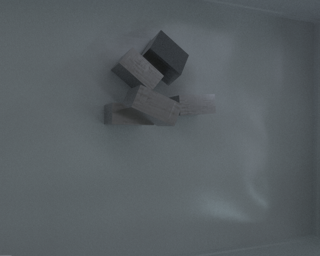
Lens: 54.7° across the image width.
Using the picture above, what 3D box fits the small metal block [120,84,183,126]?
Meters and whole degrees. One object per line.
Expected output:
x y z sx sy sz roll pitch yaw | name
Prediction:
-0.011 -0.023 0.341 0.050 0.050 0.025 24 82 -19 | small metal block

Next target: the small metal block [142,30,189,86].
0.006 -0.091 0.401 0.050 0.025 0.050 38 43 -16 | small metal block

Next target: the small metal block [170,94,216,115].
0.039 -0.030 0.413 0.050 0.050 0.025 -4 92 -20 | small metal block

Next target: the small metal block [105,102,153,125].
-0.039 -0.016 0.384 0.050 0.050 0.025 1 90 -20 | small metal block

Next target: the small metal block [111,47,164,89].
-0.029 -0.069 0.387 0.050 0.050 0.025 41 77 -16 | small metal block
